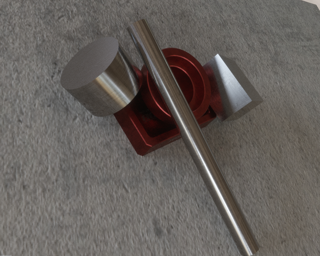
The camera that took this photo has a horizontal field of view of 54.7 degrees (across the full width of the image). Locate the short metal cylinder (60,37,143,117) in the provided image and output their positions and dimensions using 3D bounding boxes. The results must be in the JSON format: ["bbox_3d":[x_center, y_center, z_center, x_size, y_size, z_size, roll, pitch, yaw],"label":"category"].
[{"bbox_3d":[-0.068,-0.060,0.363,0.050,0.080,0.080,50,39,-42],"label":"short metal cylinder"}]

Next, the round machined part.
[{"bbox_3d":[0.016,-0.051,0.404,0.099,0.042,0.098,10,72,-31],"label":"round machined part"}]

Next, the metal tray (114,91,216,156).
[{"bbox_3d":[0.006,-0.027,0.423,0.131,0.030,0.090,-23,74,-36],"label":"metal tray"}]

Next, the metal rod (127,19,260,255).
[{"bbox_3d":[0.041,0.015,0.364,0.025,0.025,0.299,-31,96,-38],"label":"metal rod"}]

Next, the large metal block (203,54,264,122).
[{"bbox_3d":[0.102,-0.058,0.460,0.080,0.050,0.080,58,27,13],"label":"large metal block"}]
